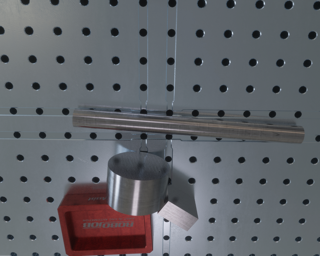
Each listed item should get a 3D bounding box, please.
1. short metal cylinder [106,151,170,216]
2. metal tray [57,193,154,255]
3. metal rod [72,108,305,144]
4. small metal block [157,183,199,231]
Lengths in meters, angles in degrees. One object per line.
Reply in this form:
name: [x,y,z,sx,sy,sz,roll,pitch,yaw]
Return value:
short metal cylinder: [-0.030,0.071,0.410,0.081,0.080,0.050,6,110,-3]
metal tray: [-0.077,0.144,0.462,0.131,0.030,0.089,-3,110,0]
metal rod: [0.039,-0.002,0.412,0.302,0.025,0.025,4,110,-2]
small metal block: [0.024,0.111,0.441,0.050,0.050,0.025,33,107,-12]
